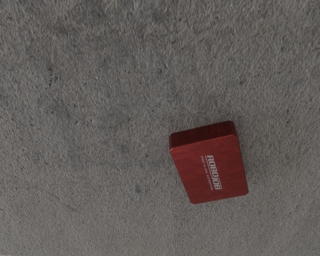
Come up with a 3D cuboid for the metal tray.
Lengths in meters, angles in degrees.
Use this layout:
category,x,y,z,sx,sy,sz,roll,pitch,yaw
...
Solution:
category,x,y,z,sx,sy,sz,roll,pitch,yaw
metal tray,0.074,0.055,0.451,0.090,0.030,0.130,-13,129,11
